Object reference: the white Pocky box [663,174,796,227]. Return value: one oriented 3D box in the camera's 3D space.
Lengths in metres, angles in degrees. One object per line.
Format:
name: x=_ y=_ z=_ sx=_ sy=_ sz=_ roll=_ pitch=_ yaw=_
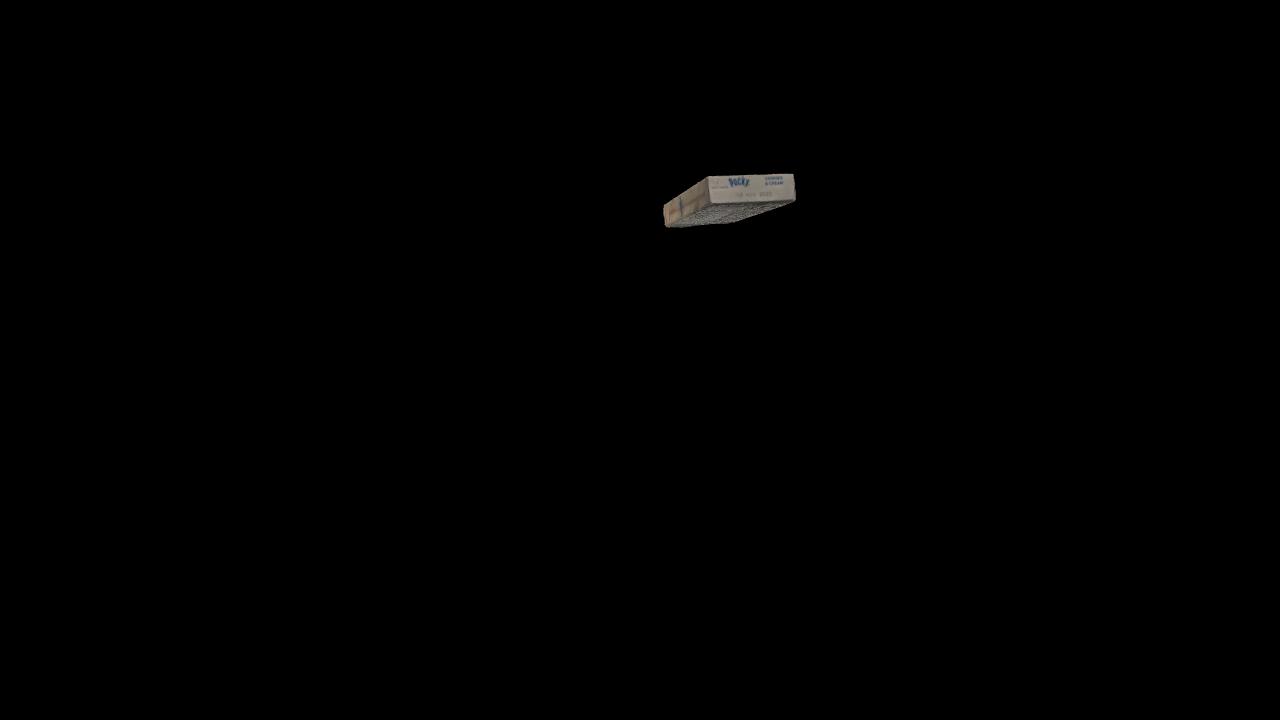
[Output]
white Pocky box: x=0.082 y=-0.155 z=0.608 sx=0.084 sy=0.028 sz=0.154 roll=-6 pitch=6 yaw=-12
